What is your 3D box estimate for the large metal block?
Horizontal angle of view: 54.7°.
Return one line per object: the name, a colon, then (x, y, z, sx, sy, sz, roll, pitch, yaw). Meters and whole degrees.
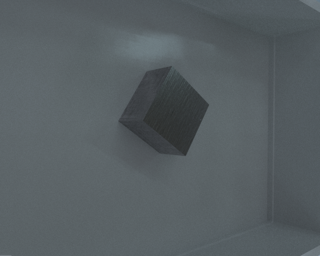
large metal block: (0.007, -0.020, 0.398, 0.080, 0.050, 0.080, 41, 65, -33)
